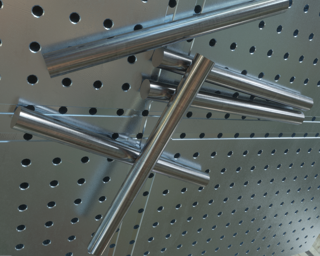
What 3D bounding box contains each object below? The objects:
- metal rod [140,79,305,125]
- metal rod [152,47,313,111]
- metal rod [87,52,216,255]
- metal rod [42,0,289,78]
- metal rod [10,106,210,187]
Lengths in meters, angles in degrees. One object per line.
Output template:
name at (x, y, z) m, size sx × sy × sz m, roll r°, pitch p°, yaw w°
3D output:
metal rod at (0.110, -0.032, 0.453) m, size 0.302 × 0.025 × 0.025 m, roll 7°, pitch 115°, yaw -32°
metal rod at (0.123, -0.062, 0.442) m, size 0.302 × 0.025 × 0.025 m, roll 9°, pitch 114°, yaw -33°
metal rod at (-0.018, 0.044, 0.396) m, size 0.025 × 0.025 × 0.298 m, roll 19°, pitch 108°, yaw -36°
metal rod at (0.022, -0.111, 0.355) m, size 0.302 × 0.025 × 0.025 m, roll -20°, pitch 126°, yaw -17°
metal rod at (-0.040, 0.036, 0.413) m, size 0.302 × 0.025 × 0.025 m, roll 23°, pitch 106°, yaw -37°
